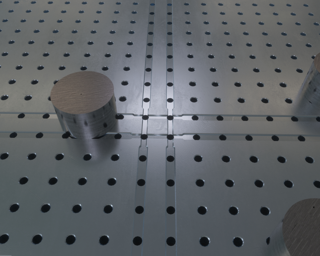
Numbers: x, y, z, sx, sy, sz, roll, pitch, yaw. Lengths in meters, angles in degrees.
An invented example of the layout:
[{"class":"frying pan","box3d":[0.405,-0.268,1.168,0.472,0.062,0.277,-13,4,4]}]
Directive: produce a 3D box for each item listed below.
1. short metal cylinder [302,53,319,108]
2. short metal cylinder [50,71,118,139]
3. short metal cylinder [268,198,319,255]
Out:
[{"class":"short metal cylinder","box3d":[0.257,-0.069,0.451,0.081,0.050,0.080,0,50,0]},{"class":"short metal cylinder","box3d":[-0.100,-0.032,0.417,0.081,0.050,0.080,0,50,0]},{"class":"short metal cylinder","box3d":[0.151,0.115,0.296,0.081,0.050,0.080,0,50,0]}]
